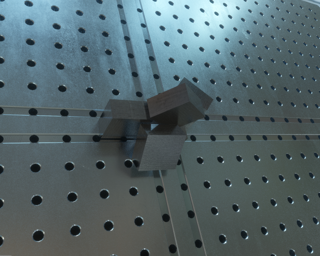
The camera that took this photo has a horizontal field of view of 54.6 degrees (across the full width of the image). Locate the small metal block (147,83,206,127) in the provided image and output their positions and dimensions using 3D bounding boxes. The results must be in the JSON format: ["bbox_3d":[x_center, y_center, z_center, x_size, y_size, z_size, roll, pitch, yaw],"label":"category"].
[{"bbox_3d":[0.020,-0.024,0.372,0.050,0.050,0.025,34,39,-56],"label":"small metal block"}]

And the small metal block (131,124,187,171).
[{"bbox_3d":[-0.002,0.023,0.373,0.050,0.050,0.025,1,30,-27],"label":"small metal block"}]

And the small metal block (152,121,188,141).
[{"bbox_3d":[0.004,-0.003,0.411,0.050,0.025,0.050,2,61,-28],"label":"small metal block"}]

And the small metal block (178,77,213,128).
[{"bbox_3d":[0.037,-0.034,0.432,0.050,0.050,0.025,37,50,-4],"label":"small metal block"}]

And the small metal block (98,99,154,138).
[{"bbox_3d":[-0.042,-0.010,0.374,0.050,0.050,0.025,1,62,-27],"label":"small metal block"}]
